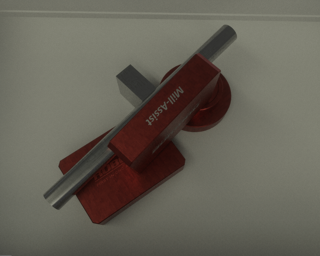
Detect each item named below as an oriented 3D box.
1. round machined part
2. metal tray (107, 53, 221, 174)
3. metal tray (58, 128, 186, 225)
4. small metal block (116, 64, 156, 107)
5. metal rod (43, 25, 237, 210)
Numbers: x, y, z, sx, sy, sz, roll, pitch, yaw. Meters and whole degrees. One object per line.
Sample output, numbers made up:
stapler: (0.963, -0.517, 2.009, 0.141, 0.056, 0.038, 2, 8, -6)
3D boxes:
round machined part: (0.047, -0.047, 0.416, 0.099, 0.042, 0.098, 0, 70, -1)
metal tray: (0.007, -0.011, 0.337, 0.030, 0.090, 0.130, 42, 82, 11)
metal tray: (-0.046, 0.047, 0.388, 0.131, 0.030, 0.090, -33, 74, -12)
small metal block: (-0.029, -0.049, 0.412, 0.025, 0.050, 0.050, -43, 76, -14)
metal rod: (-0.016, -0.020, 0.374, 0.025, 0.025, 0.301, 43, 79, 13)
